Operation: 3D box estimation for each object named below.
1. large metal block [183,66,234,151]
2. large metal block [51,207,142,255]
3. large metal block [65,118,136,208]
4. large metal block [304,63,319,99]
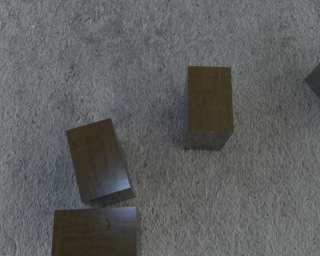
[{"bbox_3d":[0.057,-0.021,0.387,0.050,0.080,0.080,2,70,1],"label":"large metal block"},{"bbox_3d":[-0.063,0.116,0.336,0.081,0.080,0.050,-2,70,-1],"label":"large metal block"},{"bbox_3d":[-0.066,0.045,0.362,0.050,0.080,0.080,-17,71,-6],"label":"large metal block"},{"bbox_3d":[0.250,-0.062,0.403,0.050,0.080,0.080,-29,73,-10],"label":"large metal block"}]
